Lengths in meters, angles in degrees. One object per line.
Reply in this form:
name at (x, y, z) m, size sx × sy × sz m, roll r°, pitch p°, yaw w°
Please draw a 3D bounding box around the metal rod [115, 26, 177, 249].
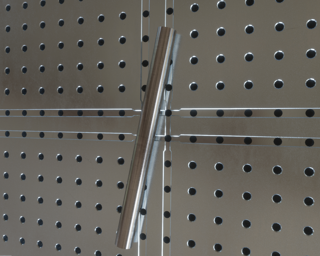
metal rod at (-0.020, 0.016, 0.418) m, size 0.025 × 0.025 × 0.298 m, roll 13°, pitch 94°, yaw 19°
